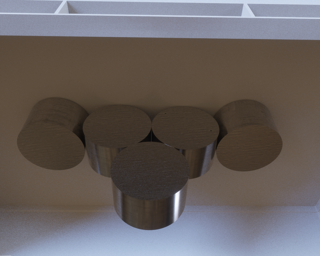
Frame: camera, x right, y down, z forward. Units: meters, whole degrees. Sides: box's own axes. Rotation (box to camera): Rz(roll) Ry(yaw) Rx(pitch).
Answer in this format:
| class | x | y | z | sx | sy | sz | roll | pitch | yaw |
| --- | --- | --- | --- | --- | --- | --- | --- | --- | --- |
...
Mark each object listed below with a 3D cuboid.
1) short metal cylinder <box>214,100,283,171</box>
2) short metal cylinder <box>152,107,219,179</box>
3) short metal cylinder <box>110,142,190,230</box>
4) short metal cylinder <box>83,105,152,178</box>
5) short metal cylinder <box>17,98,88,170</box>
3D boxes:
| class | x | y | z | sx | sy | sz | roll | pitch | yaw |
| --- | --- | --- | --- | --- | --- | --- | --- | --- | --- |
| short metal cylinder | 0.110 | 0.011 | 0.401 | 0.081 | 0.050 | 0.079 | 0 | 130 | 0 |
| short metal cylinder | 0.030 | 0.017 | 0.385 | 0.081 | 0.080 | 0.050 | 1 | 130 | -1 |
| short metal cylinder | -0.011 | 0.060 | 0.331 | 0.081 | 0.080 | 0.050 | 1 | 130 | -1 |
| short metal cylinder | -0.051 | 0.015 | 0.383 | 0.081 | 0.080 | 0.050 | 1 | 130 | -1 |
| short metal cylinder | -0.132 | 0.009 | 0.396 | 0.081 | 0.050 | 0.079 | 0 | 130 | 0 |
